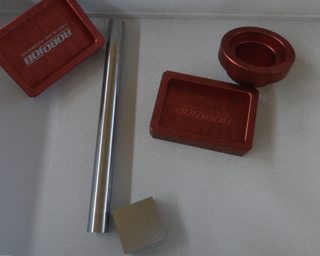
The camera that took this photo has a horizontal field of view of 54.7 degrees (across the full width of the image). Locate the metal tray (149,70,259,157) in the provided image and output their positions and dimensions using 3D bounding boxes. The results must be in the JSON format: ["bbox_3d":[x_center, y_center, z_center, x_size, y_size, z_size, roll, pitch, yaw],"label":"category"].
[{"bbox_3d":[0.059,-0.020,0.414,0.131,0.030,0.090,12,70,4],"label":"metal tray"}]

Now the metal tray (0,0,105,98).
[{"bbox_3d":[-0.153,-0.114,0.421,0.130,0.030,0.090,-42,113,-14],"label":"metal tray"}]

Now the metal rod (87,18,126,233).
[{"bbox_3d":[-0.069,-0.018,0.415,0.025,0.025,0.299,2,70,0],"label":"metal rod"}]

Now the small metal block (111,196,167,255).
[{"bbox_3d":[-0.024,0.115,0.367,0.050,0.025,0.050,-19,71,-7],"label":"small metal block"}]

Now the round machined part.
[{"bbox_3d":[0.129,-0.093,0.427,0.099,0.042,0.098,2,52,-3],"label":"round machined part"}]
